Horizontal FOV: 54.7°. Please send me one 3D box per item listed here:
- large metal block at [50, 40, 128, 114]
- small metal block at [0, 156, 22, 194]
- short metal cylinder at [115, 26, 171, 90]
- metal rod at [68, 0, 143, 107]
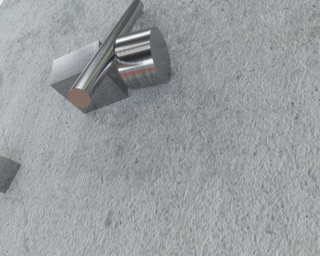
[{"bbox_3d":[-0.104,-0.074,0.468,0.080,0.080,0.050,-18,55,17],"label":"large metal block"},{"bbox_3d":[-0.259,0.072,0.495,0.050,0.025,0.050,9,66,32],"label":"small metal block"},{"bbox_3d":[-0.022,-0.097,0.438,0.050,0.080,0.080,-9,58,20],"label":"short metal cylinder"},{"bbox_3d":[-0.065,-0.127,0.449,0.025,0.025,0.300,-13,35,21],"label":"metal rod"}]
